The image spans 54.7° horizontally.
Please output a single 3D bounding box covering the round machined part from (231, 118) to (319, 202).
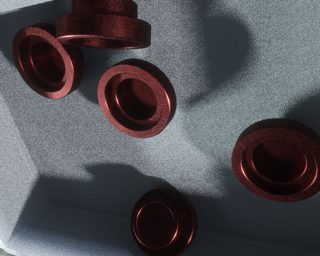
[{"bbox_3d":[0.134,0.032,0.346,0.098,0.042,0.097,13,124,20],"label":"round machined part"}]

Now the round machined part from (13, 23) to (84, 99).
[{"bbox_3d":[-0.143,-0.091,0.414,0.098,0.042,0.097,13,124,20],"label":"round machined part"}]

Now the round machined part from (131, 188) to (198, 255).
[{"bbox_3d":[0.001,0.136,0.445,0.098,0.042,0.098,-6,73,22],"label":"round machined part"}]

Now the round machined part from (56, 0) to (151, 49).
[{"bbox_3d":[-0.058,-0.111,0.328,0.098,0.098,0.042,5,98,25],"label":"round machined part"}]

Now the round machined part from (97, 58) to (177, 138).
[{"bbox_3d":[-0.025,-0.040,0.385,0.098,0.042,0.097,13,124,20],"label":"round machined part"}]
